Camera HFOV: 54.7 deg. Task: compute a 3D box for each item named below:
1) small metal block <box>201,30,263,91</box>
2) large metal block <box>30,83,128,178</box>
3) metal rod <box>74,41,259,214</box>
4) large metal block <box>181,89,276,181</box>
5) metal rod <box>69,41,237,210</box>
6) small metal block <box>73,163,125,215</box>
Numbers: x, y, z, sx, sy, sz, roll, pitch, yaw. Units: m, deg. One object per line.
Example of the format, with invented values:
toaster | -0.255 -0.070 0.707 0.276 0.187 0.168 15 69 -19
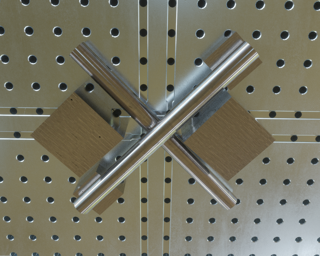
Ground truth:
small metal block | 0.088 -0.084 0.384 0.050 0.025 0.050 -42 105 14
large metal block | -0.101 0.002 0.400 0.080 0.050 0.080 -41 105 13
metal rod | -0.002 0.009 0.389 0.299 0.025 0.025 -43 105 14
large metal block | 0.086 0.008 0.404 0.080 0.050 0.080 41 105 -14
metal rod | 0.001 0.007 0.415 0.025 0.025 0.300 -41 105 13
small metal block | -0.087 0.088 0.445 0.050 0.025 0.050 43 104 -14
